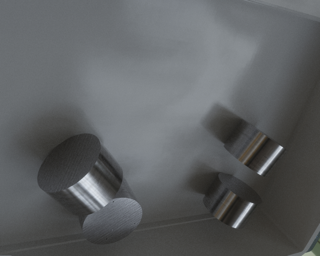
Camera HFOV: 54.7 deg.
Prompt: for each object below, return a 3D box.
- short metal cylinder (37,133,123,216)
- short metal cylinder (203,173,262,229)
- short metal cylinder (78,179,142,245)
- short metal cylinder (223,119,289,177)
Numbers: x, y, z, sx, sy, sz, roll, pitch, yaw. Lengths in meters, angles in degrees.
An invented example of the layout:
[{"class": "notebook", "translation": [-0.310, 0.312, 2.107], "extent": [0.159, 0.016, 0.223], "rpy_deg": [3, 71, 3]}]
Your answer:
[{"class": "short metal cylinder", "translation": [-0.090, 0.053, 0.356], "extent": [0.080, 0.080, 0.050], "rpy_deg": [-35, 129, -5]}, {"class": "short metal cylinder", "translation": [0.119, 0.118, 0.511], "extent": [0.081, 0.080, 0.050], "rpy_deg": [17, 109, -35]}, {"class": "short metal cylinder", "translation": [-0.071, 0.110, 0.422], "extent": [0.081, 0.050, 0.079], "rpy_deg": [-14, 124, -21]}, {"class": "short metal cylinder", "translation": [0.144, 0.030, 0.470], "extent": [0.080, 0.080, 0.050], "rpy_deg": [26, 104, -37]}]
